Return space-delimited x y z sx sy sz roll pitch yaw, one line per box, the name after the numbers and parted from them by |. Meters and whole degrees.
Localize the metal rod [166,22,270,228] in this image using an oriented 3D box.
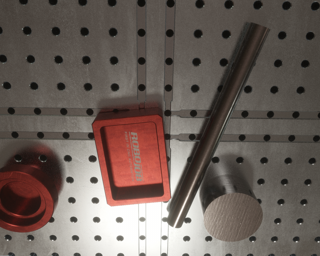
0.071 0.010 0.418 0.025 0.025 0.298 18 109 -7 | metal rod

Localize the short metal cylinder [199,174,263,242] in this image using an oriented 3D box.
0.099 0.114 0.443 0.081 0.050 0.079 0 110 0 | short metal cylinder

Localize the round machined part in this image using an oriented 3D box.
-0.193 0.094 0.436 0.099 0.042 0.097 0 110 -1 | round machined part

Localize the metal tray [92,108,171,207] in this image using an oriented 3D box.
-0.036 0.042 0.425 0.091 0.030 0.129 -6 110 1 | metal tray
